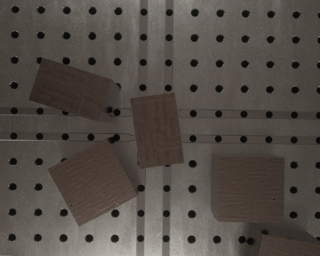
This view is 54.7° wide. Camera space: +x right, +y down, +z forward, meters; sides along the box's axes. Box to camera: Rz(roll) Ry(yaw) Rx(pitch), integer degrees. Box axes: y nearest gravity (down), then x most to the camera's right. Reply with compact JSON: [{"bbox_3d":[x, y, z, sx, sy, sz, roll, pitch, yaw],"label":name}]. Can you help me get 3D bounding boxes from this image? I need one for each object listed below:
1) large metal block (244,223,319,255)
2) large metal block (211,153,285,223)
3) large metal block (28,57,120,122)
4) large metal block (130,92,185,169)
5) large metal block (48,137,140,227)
[{"bbox_3d":[0.157,0.176,0.403,0.080,0.050,0.080,11,90,-1],"label":"large metal block"},{"bbox_3d":[0.111,0.075,0.402,0.081,0.050,0.079,1,90,-1],"label":"large metal block"},{"bbox_3d":[-0.100,-0.043,0.385,0.080,0.080,0.050,18,90,-1],"label":"large metal block"},{"bbox_3d":[-0.003,0.003,0.386,0.050,0.080,0.080,-8,90,0],"label":"large metal block"},{"bbox_3d":[-0.082,0.066,0.400,0.080,0.050,0.080,-28,90,0],"label":"large metal block"}]
